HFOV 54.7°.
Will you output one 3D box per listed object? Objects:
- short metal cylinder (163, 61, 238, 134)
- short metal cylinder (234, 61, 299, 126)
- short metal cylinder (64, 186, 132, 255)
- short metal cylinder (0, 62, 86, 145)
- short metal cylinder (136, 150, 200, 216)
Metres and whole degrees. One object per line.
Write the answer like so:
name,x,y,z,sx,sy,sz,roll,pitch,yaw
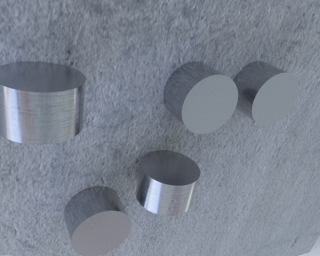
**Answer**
short metal cylinder,0.051,-0.039,0.396,0.081,0.050,0.079,-14,125,-21
short metal cylinder,0.148,-0.050,0.443,0.081,0.050,0.079,-14,125,-21
short metal cylinder,-0.086,0.127,0.424,0.081,0.050,0.079,-14,125,-21
short metal cylinder,-0.113,-0.026,0.294,0.081,0.080,0.050,-4,120,-27
short metal cylinder,0.010,0.073,0.424,0.081,0.080,0.050,-4,120,-27
